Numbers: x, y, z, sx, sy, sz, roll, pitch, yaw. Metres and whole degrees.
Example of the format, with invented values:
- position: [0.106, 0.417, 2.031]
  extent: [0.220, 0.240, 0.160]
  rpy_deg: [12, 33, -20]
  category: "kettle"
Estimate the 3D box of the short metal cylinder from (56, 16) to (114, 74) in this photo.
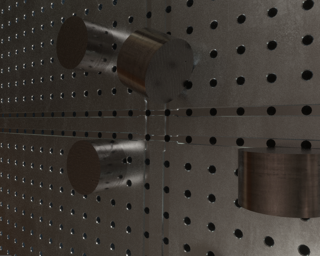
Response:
- position: [-0.118, -0.129, 0.488]
  extent: [0.080, 0.050, 0.079]
  rpy_deg: [0, 90, 39]
  category: "short metal cylinder"

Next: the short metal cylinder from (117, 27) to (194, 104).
- position: [-0.005, -0.075, 0.376]
  extent: [0.050, 0.081, 0.079]
  rpy_deg: [32, 110, 35]
  category: "short metal cylinder"

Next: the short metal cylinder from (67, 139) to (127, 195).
- position: [-0.097, 0.057, 0.470]
  extent: [0.080, 0.050, 0.079]
  rpy_deg: [0, 90, 39]
  category: "short metal cylinder"

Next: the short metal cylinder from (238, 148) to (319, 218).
- position: [0.112, 0.045, 0.280]
  extent: [0.080, 0.081, 0.050]
  rpy_deg: [0, 90, 39]
  category: "short metal cylinder"
